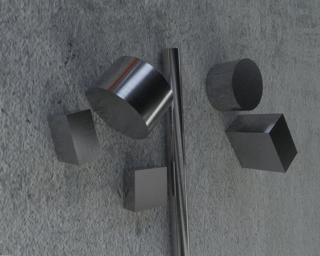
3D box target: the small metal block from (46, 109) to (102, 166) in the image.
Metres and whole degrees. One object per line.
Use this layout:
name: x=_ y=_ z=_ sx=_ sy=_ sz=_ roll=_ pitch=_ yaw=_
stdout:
small metal block: x=-0.088 y=0.008 z=0.316 sx=0.025 sy=0.050 sz=0.050 roll=-20 pitch=103 yaw=-39

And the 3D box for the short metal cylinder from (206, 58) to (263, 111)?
short metal cylinder: x=0.119 y=-0.066 z=0.491 sx=0.081 sy=0.050 sz=0.079 roll=0 pitch=90 yaw=-40

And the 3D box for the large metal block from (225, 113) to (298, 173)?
large metal block: x=0.168 y=0.024 z=0.513 sx=0.050 sy=0.080 sz=0.080 roll=-45 pitch=117 yaw=-31

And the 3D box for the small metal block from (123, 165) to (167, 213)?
small metal block: x=-0.018 y=0.075 z=0.391 sx=0.050 sy=0.025 sz=0.050 roll=-1 pitch=91 yaw=-40

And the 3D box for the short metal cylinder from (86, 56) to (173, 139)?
short metal cylinder: x=-0.033 y=-0.032 z=0.343 sx=0.080 sy=0.080 sz=0.050 roll=51 pitch=60 yaw=-29

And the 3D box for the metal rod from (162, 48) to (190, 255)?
metal rod: x=0.023 y=0.043 z=0.425 sx=0.025 sy=0.025 sz=0.298 roll=-5 pitch=94 yaw=-40
